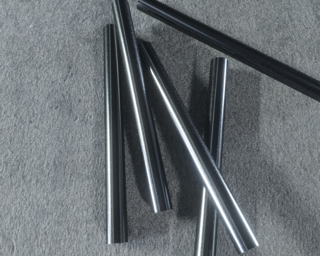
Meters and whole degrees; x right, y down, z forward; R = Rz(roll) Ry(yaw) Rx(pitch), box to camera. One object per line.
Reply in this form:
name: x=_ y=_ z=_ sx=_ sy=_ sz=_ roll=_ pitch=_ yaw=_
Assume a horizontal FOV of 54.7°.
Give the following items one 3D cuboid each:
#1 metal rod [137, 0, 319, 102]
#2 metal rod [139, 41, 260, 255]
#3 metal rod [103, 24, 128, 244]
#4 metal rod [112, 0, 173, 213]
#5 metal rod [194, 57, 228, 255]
metal rod: x=0.099 y=-0.121 z=0.453 sx=0.301 sy=0.025 sz=0.025 roll=30 pitch=73 yaw=10
metal rod: x=0.035 y=0.005 z=0.387 sx=0.025 sy=0.025 sz=0.299 roll=-22 pitch=64 yaw=-8
metal rod: x=-0.061 y=-0.007 z=0.409 sx=0.025 sy=0.025 sz=0.299 roll=-4 pitch=70 yaw=-2
metal rod: x=-0.027 y=-0.041 z=0.412 sx=0.025 sy=0.025 sz=0.299 roll=-11 pitch=74 yaw=-4
metal rod: x=0.066 y=0.045 z=0.392 sx=0.025 sy=0.025 sz=0.299 roll=7 pitch=70 yaw=2
